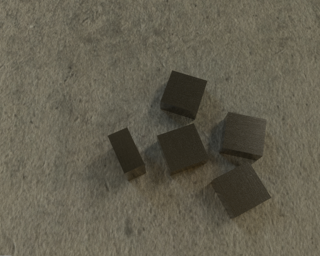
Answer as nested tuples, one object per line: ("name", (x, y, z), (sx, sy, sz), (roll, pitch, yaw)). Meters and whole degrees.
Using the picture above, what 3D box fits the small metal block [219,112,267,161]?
("small metal block", (0.108, 0.011, 0.405), (0.050, 0.025, 0.050), (12, 70, 4))

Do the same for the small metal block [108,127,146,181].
("small metal block", (-0.040, 0.034, 0.382), (0.025, 0.050, 0.050), (-24, 72, -9))

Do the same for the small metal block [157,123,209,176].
("small metal block", (0.028, 0.028, 0.398), (0.050, 0.025, 0.050), (-19, 71, -7))

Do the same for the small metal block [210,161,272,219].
("small metal block", (0.098, 0.076, 0.381), (0.050, 0.025, 0.050), (-25, 72, -9))

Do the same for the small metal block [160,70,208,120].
("small metal block", (0.032, -0.045, 0.425), (0.050, 0.025, 0.050), (18, 71, 6))
